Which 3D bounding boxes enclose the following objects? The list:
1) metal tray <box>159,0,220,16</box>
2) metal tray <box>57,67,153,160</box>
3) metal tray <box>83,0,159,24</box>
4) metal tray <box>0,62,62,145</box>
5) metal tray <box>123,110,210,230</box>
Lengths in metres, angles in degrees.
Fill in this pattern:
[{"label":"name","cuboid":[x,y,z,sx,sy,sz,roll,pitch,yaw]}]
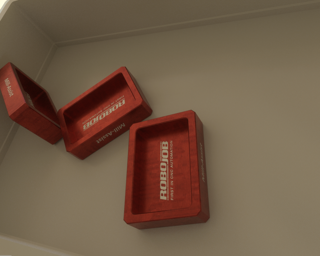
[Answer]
[{"label":"metal tray","cuboid":[0.029,-0.230,0.467,0.090,0.130,0.030,9,66,32]},{"label":"metal tray","cuboid":[-0.086,-0.024,0.461,0.130,0.030,0.090,-33,51,6]},{"label":"metal tray","cuboid":[-0.075,-0.252,0.560,0.130,0.090,0.030,-15,56,20]},{"label":"metal tray","cuboid":[-0.206,-0.040,0.497,0.030,0.090,0.130,-40,51,1]},{"label":"metal tray","cuboid":[0.007,0.048,0.369,0.090,0.030,0.130,-13,56,21]}]
